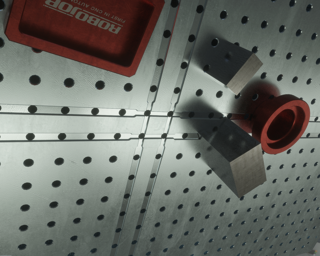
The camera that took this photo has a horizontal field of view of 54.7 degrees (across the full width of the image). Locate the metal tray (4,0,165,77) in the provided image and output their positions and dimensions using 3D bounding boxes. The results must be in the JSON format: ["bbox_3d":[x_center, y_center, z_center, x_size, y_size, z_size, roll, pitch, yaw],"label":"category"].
[{"bbox_3d":[-0.070,-0.111,0.300,0.131,0.030,0.089,12,112,-34],"label":"metal tray"}]

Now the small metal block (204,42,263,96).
[{"bbox_3d":[0.094,-0.077,0.398,0.025,0.050,0.050,33,100,-38],"label":"small metal block"}]

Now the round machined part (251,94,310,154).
[{"bbox_3d":[0.186,-0.010,0.495,0.099,0.042,0.097,-14,124,-21],"label":"round machined part"}]

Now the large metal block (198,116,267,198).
[{"bbox_3d":[0.107,0.042,0.460,0.050,0.080,0.080,-30,129,-9],"label":"large metal block"}]
